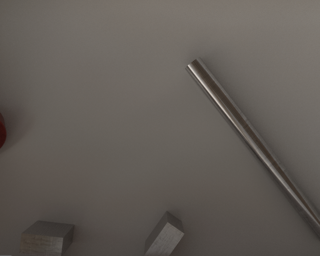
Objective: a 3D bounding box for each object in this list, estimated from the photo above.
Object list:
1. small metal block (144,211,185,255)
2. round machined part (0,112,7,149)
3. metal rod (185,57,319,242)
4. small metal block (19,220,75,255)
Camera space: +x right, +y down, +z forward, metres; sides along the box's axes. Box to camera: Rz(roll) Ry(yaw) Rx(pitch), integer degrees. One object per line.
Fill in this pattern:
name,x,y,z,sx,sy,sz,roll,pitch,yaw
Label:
small metal block,0.005,0.141,0.399,0.025,0.050,0.050,35,90,0
round machined part,-0.246,-0.002,0.382,0.098,0.098,0.042,-30,55,0
metal rod,0.135,0.031,0.413,0.025,0.025,0.300,-38,91,0
small metal block,-0.143,0.141,0.397,0.050,0.050,0.025,7,90,-1
